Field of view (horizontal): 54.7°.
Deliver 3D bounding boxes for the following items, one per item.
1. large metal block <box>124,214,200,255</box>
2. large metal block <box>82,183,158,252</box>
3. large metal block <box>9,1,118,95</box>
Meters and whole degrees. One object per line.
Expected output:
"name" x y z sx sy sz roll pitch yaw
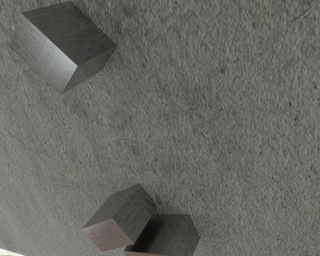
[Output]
"large metal block" 0.005 0.181 0.480 0.080 0.080 0.050 -9 114 32
"large metal block" -0.063 0.142 0.492 0.080 0.080 0.050 -30 102 38
"large metal block" -0.113 -0.098 0.370 0.080 0.080 0.050 43 129 -2
